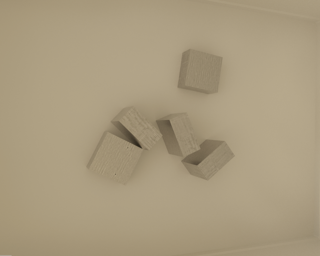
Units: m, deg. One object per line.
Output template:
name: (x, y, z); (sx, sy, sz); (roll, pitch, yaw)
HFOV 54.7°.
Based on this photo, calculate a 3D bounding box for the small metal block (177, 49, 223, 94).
small metal block: (0.056, -0.077, 0.431); (0.050, 0.025, 0.050); (9, 87, -20)

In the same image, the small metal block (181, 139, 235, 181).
small metal block: (0.064, 0.042, 0.421); (0.050, 0.050, 0.025); (-39, 103, -16)

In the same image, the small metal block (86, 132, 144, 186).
small metal block: (-0.057, 0.038, 0.390); (0.050, 0.025, 0.050); (28, 81, -18)

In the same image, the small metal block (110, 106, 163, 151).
small metal block: (-0.030, 0.000, 0.386); (0.050, 0.050, 0.025); (46, 76, -15)

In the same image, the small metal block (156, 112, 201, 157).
small metal block: (0.023, 0.008, 0.405); (0.025, 0.050, 0.050); (-24, 98, -18)
